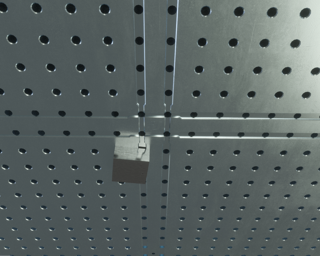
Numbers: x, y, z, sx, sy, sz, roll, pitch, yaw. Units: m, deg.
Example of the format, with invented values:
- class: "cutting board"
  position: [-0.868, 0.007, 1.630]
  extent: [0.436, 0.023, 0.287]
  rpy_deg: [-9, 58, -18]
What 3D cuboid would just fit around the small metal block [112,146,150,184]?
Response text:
- class: "small metal block"
  position: [-0.044, 0.055, 0.458]
  extent: [0.050, 0.025, 0.050]
  rpy_deg: [6, 130, -6]
